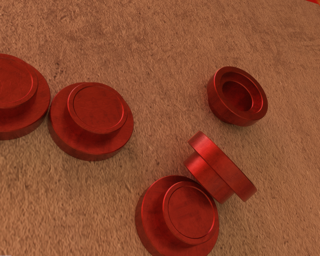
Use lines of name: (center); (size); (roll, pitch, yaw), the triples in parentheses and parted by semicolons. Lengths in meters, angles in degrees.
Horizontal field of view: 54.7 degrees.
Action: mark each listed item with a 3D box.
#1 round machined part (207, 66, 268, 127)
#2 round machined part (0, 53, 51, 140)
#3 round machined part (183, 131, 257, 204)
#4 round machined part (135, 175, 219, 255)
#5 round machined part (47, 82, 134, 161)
round machined part: (0.115, -0.044, 0.481); (0.099, 0.042, 0.098); (14, 56, -21)
round machined part: (-0.167, -0.039, 0.327); (0.099, 0.042, 0.098); (14, 56, -21)
round machined part: (0.066, 0.053, 0.373); (0.042, 0.098, 0.098); (-43, 86, 2)
round machined part: (0.025, 0.098, 0.346); (0.099, 0.042, 0.098); (14, 56, -21)
round machined part: (-0.076, -0.014, 0.360); (0.099, 0.042, 0.098); (14, 56, -21)
